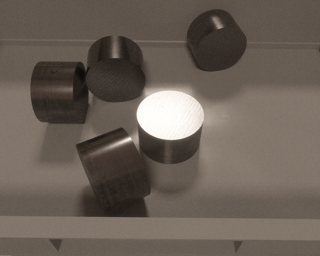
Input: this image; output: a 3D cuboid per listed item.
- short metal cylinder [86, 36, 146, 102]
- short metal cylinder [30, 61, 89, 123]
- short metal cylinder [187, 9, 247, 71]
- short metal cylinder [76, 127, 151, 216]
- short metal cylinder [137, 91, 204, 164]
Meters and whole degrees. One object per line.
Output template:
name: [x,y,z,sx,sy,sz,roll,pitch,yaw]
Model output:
short metal cylinder: [-0.062,-0.082,0.438,0.081,0.080,0.050,-4,50,-4]
short metal cylinder: [-0.128,-0.047,0.407,0.050,0.080,0.080,1,50,0]
short metal cylinder: [0.088,-0.136,0.485,0.081,0.080,0.050,-10,51,-8]
short metal cylinder: [-0.051,0.045,0.331,0.050,0.080,0.080,-22,54,-18]
short metal cylinder: [0.012,-0.001,0.390,0.081,0.050,0.080,0,50,0]
